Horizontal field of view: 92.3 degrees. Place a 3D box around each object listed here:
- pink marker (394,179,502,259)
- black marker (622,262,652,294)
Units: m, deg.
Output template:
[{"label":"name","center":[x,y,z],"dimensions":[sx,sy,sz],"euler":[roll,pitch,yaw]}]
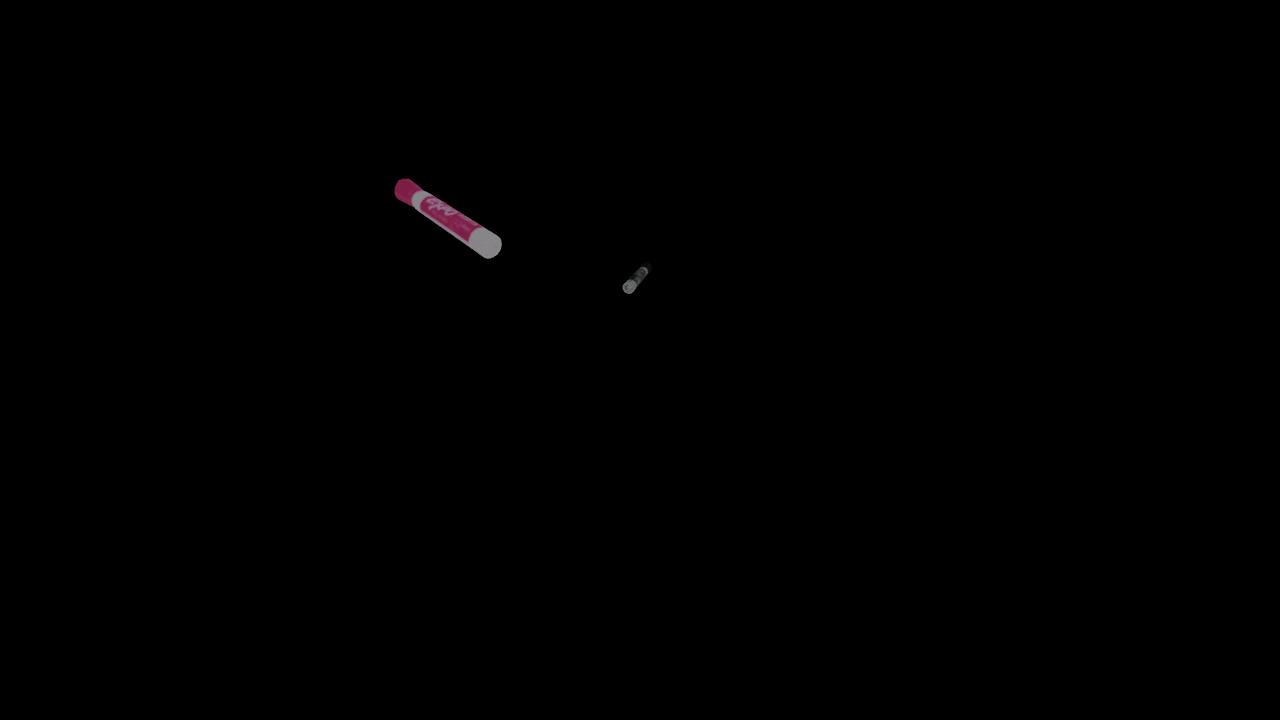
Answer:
[{"label":"pink marker","center":[-0.151,-0.111,0.473],"dimensions":[0.121,0.020,0.020],"euler":[34,18,28]},{"label":"black marker","center":[-0.003,-0.132,0.977],"dimensions":[0.020,0.020,0.121],"euler":[0,24,16]}]
